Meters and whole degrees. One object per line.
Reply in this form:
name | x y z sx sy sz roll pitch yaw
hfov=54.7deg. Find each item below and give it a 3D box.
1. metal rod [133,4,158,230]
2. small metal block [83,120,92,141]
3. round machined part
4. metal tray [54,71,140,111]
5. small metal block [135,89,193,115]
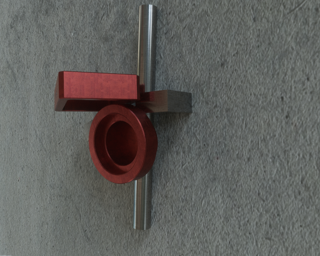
metal rod | -0.020 -0.013 0.421 0.025 0.025 0.298 3 92 39
small metal block | -0.073 -0.001 0.448 0.050 0.050 0.025 -24 75 37
round machined part | -0.042 0.018 0.392 0.098 0.042 0.097 3 95 37
metal tray | -0.087 -0.043 0.404 0.130 0.091 0.030 170 98 -69
small metal block | 0.005 -0.031 0.384 0.050 0.050 0.025 -2 89 39
